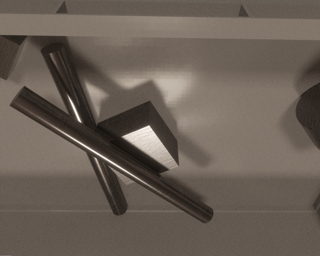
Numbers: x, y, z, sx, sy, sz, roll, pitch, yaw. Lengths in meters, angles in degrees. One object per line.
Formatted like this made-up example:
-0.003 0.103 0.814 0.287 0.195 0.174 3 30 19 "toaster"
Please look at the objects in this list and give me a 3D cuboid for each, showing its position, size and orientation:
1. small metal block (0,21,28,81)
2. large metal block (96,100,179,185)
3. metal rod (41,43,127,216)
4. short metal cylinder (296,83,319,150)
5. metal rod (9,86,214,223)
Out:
-0.179 -0.087 0.332 0.050 0.025 0.050 26 125 -21 "small metal block"
-0.029 0.022 0.411 0.080 0.050 0.080 -22 127 17 "large metal block"
-0.092 0.026 0.429 0.025 0.025 0.298 -7 130 6 "metal rod"
0.210 -0.014 0.364 0.080 0.080 0.050 -31 124 23 "short metal cylinder"
-0.038 0.047 0.383 0.025 0.025 0.301 -38 121 27 "metal rod"
